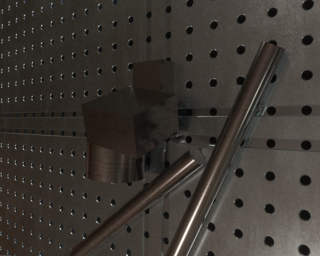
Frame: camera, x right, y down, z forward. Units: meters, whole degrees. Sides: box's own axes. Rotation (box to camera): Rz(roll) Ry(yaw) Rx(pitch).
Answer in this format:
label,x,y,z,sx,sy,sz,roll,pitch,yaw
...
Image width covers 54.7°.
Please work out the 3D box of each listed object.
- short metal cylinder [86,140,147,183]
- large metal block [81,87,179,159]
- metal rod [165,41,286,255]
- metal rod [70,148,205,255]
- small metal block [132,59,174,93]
label,x,y,z,sx,sy,sz,roll,pitch,yaw
short metal cylinder,-0.059,0.039,0.419,0.080,0.081,0.050,7,96,39
large metal block,-0.034,-0.011,0.377,0.080,0.081,0.050,14,119,35
metal rod,0.063,0.050,0.355,0.025,0.025,0.298,33,110,35
metal rod,-0.047,0.124,0.446,0.299,0.025,0.025,-44,64,30
small metal block,-0.010,-0.063,0.416,0.050,0.025,0.050,3,92,39
